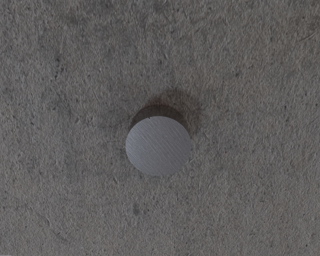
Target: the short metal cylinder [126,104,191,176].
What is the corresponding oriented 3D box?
[{"bbox_3d":[-0.002,0.015,0.402,0.080,0.050,0.079,0,110,0],"label":"short metal cylinder"}]
